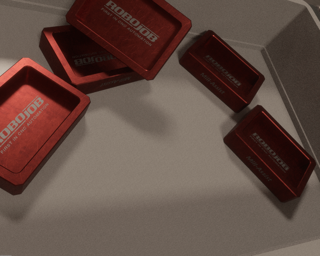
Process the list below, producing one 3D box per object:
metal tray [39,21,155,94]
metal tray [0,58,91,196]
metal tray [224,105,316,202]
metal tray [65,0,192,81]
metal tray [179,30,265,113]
[{"bbox_3d":[-0.081,-0.099,0.419,0.131,0.030,0.090,-22,74,-36],"label":"metal tray"},{"bbox_3d":[-0.146,-0.007,0.328,0.090,0.030,0.130,34,51,-7],"label":"metal tray"},{"bbox_3d":[0.170,0.036,0.474,0.130,0.030,0.091,47,51,4],"label":"metal tray"},{"bbox_3d":[-0.038,-0.132,0.388,0.130,0.090,0.030,36,8,-5],"label":"metal tray"},{"bbox_3d":[0.107,-0.097,0.521,0.130,0.030,0.090,41,51,0],"label":"metal tray"}]
